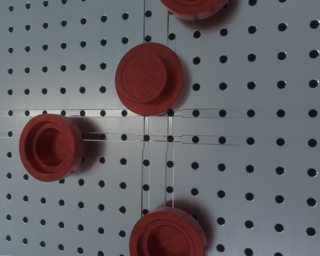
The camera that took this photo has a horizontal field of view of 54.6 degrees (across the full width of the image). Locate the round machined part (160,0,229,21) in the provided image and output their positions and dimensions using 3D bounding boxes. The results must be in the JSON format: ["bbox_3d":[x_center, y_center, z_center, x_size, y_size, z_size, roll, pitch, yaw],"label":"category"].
[{"bbox_3d":[0.046,-0.183,0.387,0.098,0.042,0.097,0,90,20],"label":"round machined part"}]

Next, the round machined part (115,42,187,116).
[{"bbox_3d":[-0.017,-0.065,0.410,0.098,0.042,0.097,0,90,20],"label":"round machined part"}]

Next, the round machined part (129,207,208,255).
[{"bbox_3d":[0.013,0.150,0.399,0.098,0.042,0.097,0,90,20],"label":"round machined part"}]

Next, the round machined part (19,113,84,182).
[{"bbox_3d":[-0.155,0.028,0.459,0.098,0.042,0.097,0,90,20],"label":"round machined part"}]
